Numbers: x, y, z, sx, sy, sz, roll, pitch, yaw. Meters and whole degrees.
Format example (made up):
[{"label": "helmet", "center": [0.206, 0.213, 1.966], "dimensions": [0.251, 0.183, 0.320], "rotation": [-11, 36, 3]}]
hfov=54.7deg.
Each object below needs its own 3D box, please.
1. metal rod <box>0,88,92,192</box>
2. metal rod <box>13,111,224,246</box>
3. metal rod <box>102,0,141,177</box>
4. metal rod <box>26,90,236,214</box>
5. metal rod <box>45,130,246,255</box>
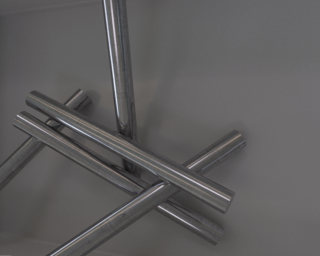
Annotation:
[{"label": "metal rod", "center": [-0.209, 0.060, 0.424], "dimensions": [0.025, 0.025, 0.300], "rotation": [40, 79, 15]}, {"label": "metal rod", "center": [-0.057, 0.062, 0.400], "dimensions": [0.301, 0.025, 0.025], "rotation": [29, 100, 6]}, {"label": "metal rod", "center": [-0.045, -0.066, 0.359], "dimensions": [0.025, 0.025, 0.298], "rotation": [7, 118, 20]}, {"label": "metal rod", "center": [-0.053, 0.018, 0.375], "dimensions": [0.300, 0.025, 0.025], "rotation": [25, 99, 23]}, {"label": "metal rod", "center": [-0.028, 0.093, 0.358], "dimensions": [0.301, 0.025, 0.025], "rotation": [-33, 78, -8]}]
